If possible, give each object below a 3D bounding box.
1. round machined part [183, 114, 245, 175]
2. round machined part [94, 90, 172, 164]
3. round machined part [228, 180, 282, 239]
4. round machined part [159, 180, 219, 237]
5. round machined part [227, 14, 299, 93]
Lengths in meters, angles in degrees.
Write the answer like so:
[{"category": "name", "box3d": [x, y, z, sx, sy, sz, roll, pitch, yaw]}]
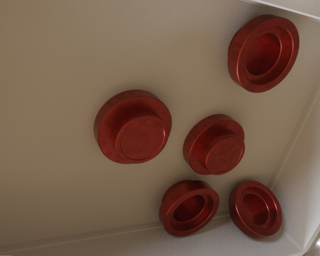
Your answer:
[{"category": "round machined part", "box3d": [0.087, 0.032, 0.465, 0.099, 0.042, 0.097, -14, 124, -21]}, {"category": "round machined part", "box3d": [-0.029, 0.005, 0.385, 0.099, 0.042, 0.097, -14, 124, -21]}, {"category": "round machined part", "box3d": [0.164, 0.147, 0.552, 0.099, 0.098, 0.042, -2, 151, -28]}, {"category": "round machined part", "box3d": [0.042, 0.123, 0.496, 0.099, 0.042, 0.097, -14, 124, -21]}, {"category": "round machined part", "box3d": [0.129, -0.099, 0.407, 0.099, 0.042, 0.097, -14, 124, -21]}]
